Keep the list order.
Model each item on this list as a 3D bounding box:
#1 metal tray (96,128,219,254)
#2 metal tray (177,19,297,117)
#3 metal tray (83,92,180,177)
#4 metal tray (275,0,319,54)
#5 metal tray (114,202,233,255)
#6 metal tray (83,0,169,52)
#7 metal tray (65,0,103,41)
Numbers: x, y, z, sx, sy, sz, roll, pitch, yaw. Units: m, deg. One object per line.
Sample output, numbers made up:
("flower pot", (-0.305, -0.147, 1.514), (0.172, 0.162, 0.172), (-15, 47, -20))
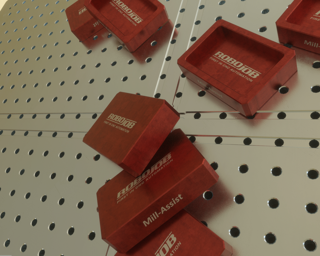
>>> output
("metal tray", (-0.009, 0.065, 0.348), (0.130, 0.030, 0.090), (-38, 27, 2))
("metal tray", (0.096, -0.083, 0.406), (0.090, 0.030, 0.130), (-45, 51, -3))
("metal tray", (-0.042, 0.001, 0.400), (0.090, 0.030, 0.130), (-55, 32, -11))
("metal tray", (0.220, -0.128, 0.368), (0.130, 0.030, 0.090), (35, 81, 38))
("metal tray", (-0.001, 0.146, 0.317), (0.090, 0.030, 0.130), (32, 79, 38))
("metal tray", (-0.060, -0.205, 0.539), (0.090, 0.030, 0.130), (-43, 68, -2))
("metal tray", (-0.122, -0.240, 0.618), (0.130, 0.030, 0.090), (-31, 52, 8))
